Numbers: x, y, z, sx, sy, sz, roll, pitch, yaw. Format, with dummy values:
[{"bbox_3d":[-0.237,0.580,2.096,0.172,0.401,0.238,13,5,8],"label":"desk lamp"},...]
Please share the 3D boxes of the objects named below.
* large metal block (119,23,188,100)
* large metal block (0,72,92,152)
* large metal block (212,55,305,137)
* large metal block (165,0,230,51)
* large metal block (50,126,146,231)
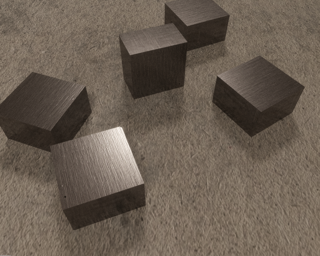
[{"bbox_3d":[-0.010,-0.096,0.448,0.081,0.080,0.050,-17,52,-14],"label":"large metal block"},{"bbox_3d":[-0.148,-0.020,0.402,0.080,0.050,0.080,16,52,12],"label":"large metal block"},{"bbox_3d":[0.132,-0.046,0.427,0.081,0.050,0.080,-27,55,-21],"label":"large metal block"},{"bbox_3d":[0.062,-0.187,0.545,0.081,0.050,0.080,-20,53,-16],"label":"large metal block"},{"bbox_3d":[-0.068,0.053,0.341,0.081,0.050,0.080,-16,52,-14],"label":"large metal block"}]
